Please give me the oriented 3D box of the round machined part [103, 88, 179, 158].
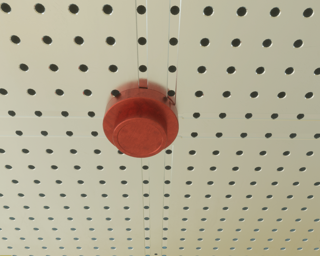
[{"bbox_3d":[-0.025,0.001,0.401,0.099,0.042,0.097,0,130,0],"label":"round machined part"}]
